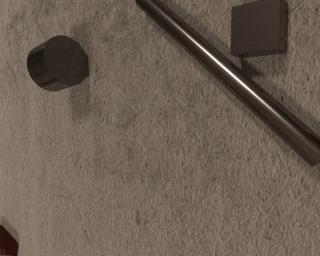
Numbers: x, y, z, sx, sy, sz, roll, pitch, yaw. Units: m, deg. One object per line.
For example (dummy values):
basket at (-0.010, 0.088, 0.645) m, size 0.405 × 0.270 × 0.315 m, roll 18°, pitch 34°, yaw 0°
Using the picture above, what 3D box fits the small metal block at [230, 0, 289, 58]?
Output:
small metal block at (0.102, -0.102, 0.320) m, size 0.050 × 0.025 × 0.050 m, roll 2°, pitch 92°, yaw 39°

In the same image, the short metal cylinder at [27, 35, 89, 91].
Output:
short metal cylinder at (-0.164, -0.103, 0.502) m, size 0.050 × 0.081 × 0.080 m, roll -10°, pitch 84°, yaw 39°

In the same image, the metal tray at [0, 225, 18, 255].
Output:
metal tray at (-0.362, 0.298, 0.694) m, size 0.090 × 0.030 × 0.129 m, roll 21°, pitch 103°, yaw 37°

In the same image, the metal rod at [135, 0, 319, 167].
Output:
metal rod at (0.063, -0.074, 0.351) m, size 0.300 × 0.025 × 0.025 m, roll 50°, pitch 119°, yaw 28°
